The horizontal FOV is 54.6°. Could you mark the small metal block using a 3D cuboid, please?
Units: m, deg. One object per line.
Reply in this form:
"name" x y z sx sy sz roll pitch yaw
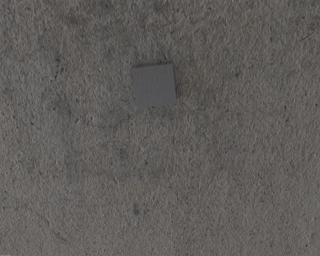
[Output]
"small metal block" -0.007 -0.055 0.389 0.050 0.025 0.050 -7 110 2
